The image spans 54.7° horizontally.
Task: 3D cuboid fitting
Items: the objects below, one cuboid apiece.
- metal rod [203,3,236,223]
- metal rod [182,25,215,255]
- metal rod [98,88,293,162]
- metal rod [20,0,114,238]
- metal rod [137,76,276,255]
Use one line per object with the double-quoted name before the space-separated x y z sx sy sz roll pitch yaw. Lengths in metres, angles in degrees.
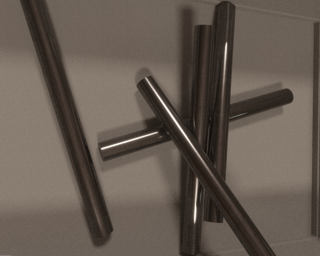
"metal rod" 0.081 -0.029 0.416 0.025 0.025 0.299 11 77 -20
"metal rod" 0.049 0.021 0.406 0.025 0.025 0.298 -1 99 -20
"metal rod" 0.063 -0.010 0.435 0.302 0.025 0.025 -16 96 -20
"metal rod" -0.110 -0.013 0.370 0.025 0.025 0.298 -18 96 -20
"metal rod" 0.061 0.061 0.371 0.025 0.025 0.299 -29 76 -18
